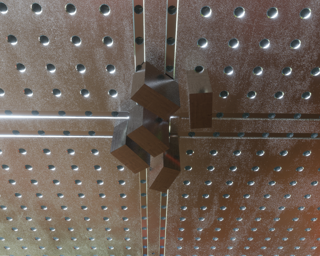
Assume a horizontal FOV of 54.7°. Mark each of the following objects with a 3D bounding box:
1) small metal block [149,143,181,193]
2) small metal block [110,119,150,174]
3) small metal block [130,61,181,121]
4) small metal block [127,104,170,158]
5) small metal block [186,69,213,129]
[{"bbox_3d":[0.006,0.055,0.443,0.025,0.050,0.050,18,128,-15],"label":"small metal block"},{"bbox_3d":[-0.038,0.025,0.416,0.025,0.050,0.050,-29,125,22],"label":"small metal block"},{"bbox_3d":[-0.005,-0.043,0.358,0.050,0.050,0.025,31,123,-24],"label":"small metal block"},{"bbox_3d":[-0.014,0.001,0.396,0.025,0.050,0.050,-33,123,24],"label":"small metal block"},{"bbox_3d":[0.046,-0.035,0.367,0.025,0.050,0.050,-4,130,3],"label":"small metal block"}]
